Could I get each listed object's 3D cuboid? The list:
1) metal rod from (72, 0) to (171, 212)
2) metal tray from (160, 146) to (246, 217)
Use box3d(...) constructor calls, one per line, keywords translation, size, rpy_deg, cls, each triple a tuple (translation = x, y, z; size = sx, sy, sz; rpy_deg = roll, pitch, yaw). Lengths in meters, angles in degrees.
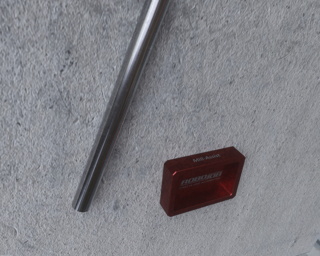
box3d(translation=(-0.049, -0.025, 0.365), size=(0.025, 0.025, 0.298), rpy_deg=(10, 113, -33), cls="metal rod")
box3d(translation=(0.068, 0.084, 0.494), size=(0.131, 0.030, 0.089), rpy_deg=(-9, 123, -24), cls="metal tray")
